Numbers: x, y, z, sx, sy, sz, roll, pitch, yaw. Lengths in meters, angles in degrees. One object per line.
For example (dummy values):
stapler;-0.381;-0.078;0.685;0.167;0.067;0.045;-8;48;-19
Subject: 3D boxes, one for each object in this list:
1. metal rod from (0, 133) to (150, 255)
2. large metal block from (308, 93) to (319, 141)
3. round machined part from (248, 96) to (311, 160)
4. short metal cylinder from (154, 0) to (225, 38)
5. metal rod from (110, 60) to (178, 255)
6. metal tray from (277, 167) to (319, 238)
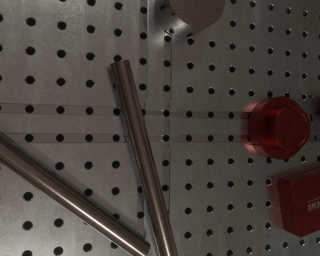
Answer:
metal rod;-0.129;0.066;0.365;0.300;0.025;0.025;42;77;-16
large metal block;0.303;-0.026;0.514;0.081;0.050;0.080;-16;96;-20
round machined part;0.189;0.000;0.475;0.099;0.042;0.097;0;90;-20
short metal cylinder;0.039;-0.167;0.415;0.081;0.050;0.079;0;90;-21
metal rod;-0.016;0.061;0.407;0.025;0.025;0.298;-16;96;-20
metal tray;0.261;0.115;0.509;0.131;0.030;0.089;-11;94;-20
